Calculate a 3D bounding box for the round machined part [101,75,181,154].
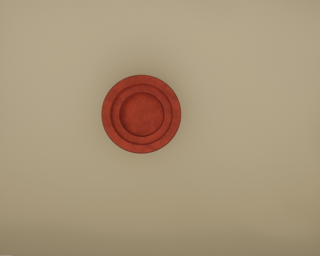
[{"bbox_3d":[-0.023,-0.017,0.403,0.099,0.042,0.097,0,90,0],"label":"round machined part"}]
